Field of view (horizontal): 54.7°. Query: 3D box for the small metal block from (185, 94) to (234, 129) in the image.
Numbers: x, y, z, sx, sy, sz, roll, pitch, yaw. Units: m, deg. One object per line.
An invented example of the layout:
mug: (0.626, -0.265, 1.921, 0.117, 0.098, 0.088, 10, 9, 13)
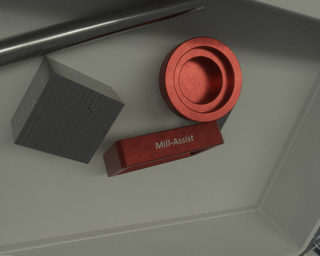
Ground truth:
small metal block: (0.070, -0.024, 0.434, 0.050, 0.025, 0.050, 13, 112, -34)

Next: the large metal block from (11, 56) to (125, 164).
large metal block: (-0.098, -0.017, 0.329, 0.080, 0.050, 0.080, 24, 106, -37)

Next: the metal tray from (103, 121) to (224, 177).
metal tray: (0.002, 0.027, 0.389, 0.131, 0.090, 0.030, -12, 79, -23)

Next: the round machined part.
round machined part: (0.045, -0.057, 0.373, 0.099, 0.042, 0.097, -1, 94, -19)

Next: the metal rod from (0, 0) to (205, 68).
metal rod: (-0.092, -0.091, 0.303, 0.302, 0.025, 0.025, -22, 127, -16)
